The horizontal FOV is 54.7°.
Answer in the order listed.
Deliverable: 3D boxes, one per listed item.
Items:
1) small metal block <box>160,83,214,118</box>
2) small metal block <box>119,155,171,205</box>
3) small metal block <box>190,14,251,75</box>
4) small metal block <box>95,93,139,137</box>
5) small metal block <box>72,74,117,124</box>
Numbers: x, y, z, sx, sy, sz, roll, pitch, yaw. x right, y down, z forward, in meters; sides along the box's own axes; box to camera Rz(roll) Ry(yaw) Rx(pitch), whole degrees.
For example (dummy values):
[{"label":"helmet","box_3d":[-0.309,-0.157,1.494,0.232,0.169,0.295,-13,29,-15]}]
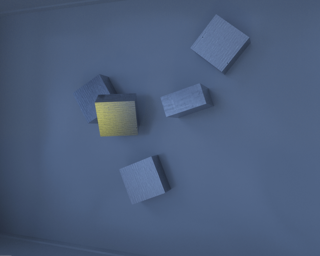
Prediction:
[{"label":"small metal block","box_3d":[0.035,-0.032,0.384,0.050,0.050,0.025,-18,84,19]},{"label":"small metal block","box_3d":[-0.020,0.069,0.417,0.050,0.025,0.050,-23,83,18]},{"label":"small metal block","box_3d":[0.075,-0.102,0.384,0.050,0.025,0.050,41,103,15]},{"label":"small metal block","box_3d":[-0.055,-0.017,0.411,0.050,0.025,0.050,-2,119,2]},{"label":"small metal block","box_3d":[-0.088,-0.040,0.440,0.050,0.025,0.050,-32,80,17]}]
